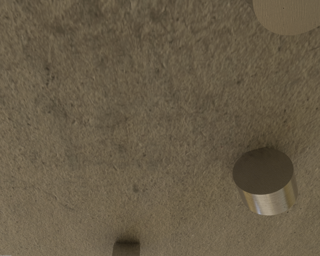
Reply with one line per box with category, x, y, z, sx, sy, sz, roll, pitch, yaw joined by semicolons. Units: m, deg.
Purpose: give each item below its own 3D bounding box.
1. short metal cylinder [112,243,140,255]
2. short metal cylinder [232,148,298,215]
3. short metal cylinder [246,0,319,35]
short metal cylinder;-0.065;0.264;0.595;0.050;0.080;0.079;3;130;-3
short metal cylinder;0.149;0.075;0.437;0.080;0.080;0.050;-18;128;14
short metal cylinder;0.119;-0.132;0.280;0.081;0.050;0.079;0;130;0
